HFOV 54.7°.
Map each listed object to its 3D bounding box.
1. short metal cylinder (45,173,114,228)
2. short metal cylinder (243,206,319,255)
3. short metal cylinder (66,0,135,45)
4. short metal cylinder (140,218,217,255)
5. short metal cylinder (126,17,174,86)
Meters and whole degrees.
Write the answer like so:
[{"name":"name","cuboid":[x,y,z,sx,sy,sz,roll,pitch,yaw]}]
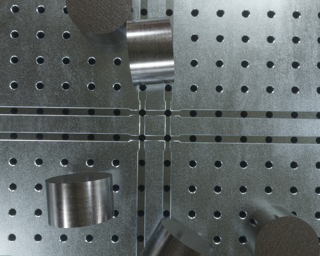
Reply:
[{"name":"short metal cylinder","cuboid":[-0.099,0.086,0.385,0.081,0.080,0.050,-3,90,-1]},{"name":"short metal cylinder","cuboid":[0.156,0.148,0.403,0.081,0.050,0.079,0,90,-1]},{"name":"short metal cylinder","cuboid":[-0.074,-0.153,0.400,0.081,0.050,0.079,0,90,-1]},{"name":"short metal cylinder","cuboid":[0.023,0.157,0.386,0.080,0.080,0.050,30,90,-1]},{"name":"short metal cylinder","cuboid":[-0.011,-0.095,0.386,0.050,0.080,0.079,-5,90,0]}]
